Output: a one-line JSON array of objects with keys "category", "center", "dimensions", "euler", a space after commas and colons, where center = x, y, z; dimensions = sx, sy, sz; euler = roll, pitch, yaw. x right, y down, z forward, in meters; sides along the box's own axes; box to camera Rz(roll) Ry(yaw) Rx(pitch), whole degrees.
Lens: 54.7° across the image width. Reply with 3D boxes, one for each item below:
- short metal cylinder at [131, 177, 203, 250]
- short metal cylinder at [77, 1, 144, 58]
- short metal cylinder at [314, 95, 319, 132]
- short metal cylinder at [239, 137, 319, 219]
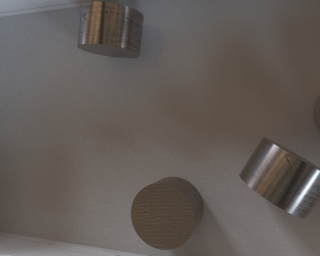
[{"category": "short metal cylinder", "center": [0.010, 0.105, 0.393], "dimensions": [0.080, 0.050, 0.079], "euler": [0, 90, 19]}, {"category": "short metal cylinder", "center": [-0.064, -0.125, 0.403], "dimensions": [0.080, 0.080, 0.050], "euler": [7, 93, 19]}, {"category": "short metal cylinder", "center": [0.208, -0.017, 0.324], "dimensions": [0.080, 0.050, 0.079], "euler": [0, 90, 19]}, {"category": "short metal cylinder", "center": [0.134, 0.051, 0.334], "dimensions": [0.080, 0.080, 0.050], "euler": [32, 101, 17]}]
